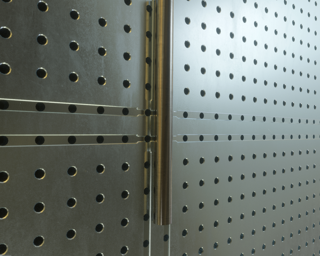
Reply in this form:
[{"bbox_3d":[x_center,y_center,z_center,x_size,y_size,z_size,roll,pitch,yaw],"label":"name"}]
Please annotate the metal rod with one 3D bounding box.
[{"bbox_3d":[0.005,-0.024,0.412,0.025,0.025,0.298,1,90,-40],"label":"metal rod"}]
